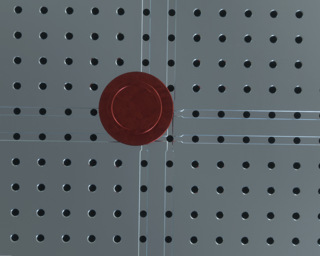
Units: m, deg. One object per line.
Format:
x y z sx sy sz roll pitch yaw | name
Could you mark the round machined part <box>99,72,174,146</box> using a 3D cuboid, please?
-0.031 -0.025 0.404 0.099 0.042 0.097 0 90 1 | round machined part
